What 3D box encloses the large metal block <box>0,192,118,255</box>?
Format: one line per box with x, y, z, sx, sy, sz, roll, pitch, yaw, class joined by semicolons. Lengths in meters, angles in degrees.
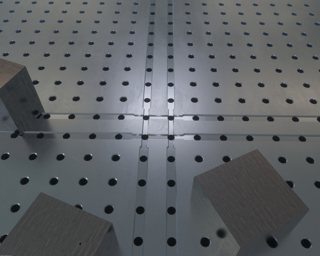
-0.097;0.119;0.291;0.080;0.050;0.080;18;52;15;large metal block

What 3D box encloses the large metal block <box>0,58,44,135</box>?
-0.213;-0.046;0.410;0.080;0.080;0.050;18;53;15;large metal block

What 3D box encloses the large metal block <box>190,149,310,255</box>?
0.089;0.080;0.325;0.081;0.050;0.080;-21;53;-17;large metal block
